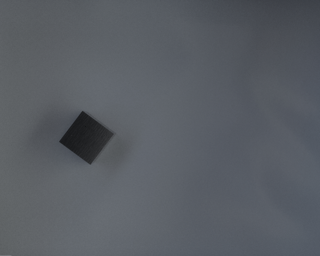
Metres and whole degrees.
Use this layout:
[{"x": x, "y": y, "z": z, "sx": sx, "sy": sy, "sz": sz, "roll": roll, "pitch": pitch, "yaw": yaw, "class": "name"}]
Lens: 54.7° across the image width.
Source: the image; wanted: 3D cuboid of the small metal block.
[{"x": -0.095, "y": 0.013, "z": 0.410, "sx": 0.050, "sy": 0.025, "sz": 0.050, "roll": 37, "pitch": 90, "yaw": -1, "class": "small metal block"}]
